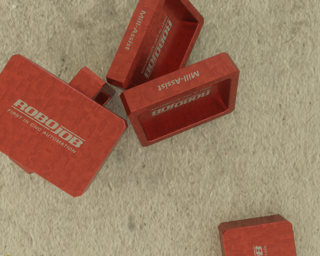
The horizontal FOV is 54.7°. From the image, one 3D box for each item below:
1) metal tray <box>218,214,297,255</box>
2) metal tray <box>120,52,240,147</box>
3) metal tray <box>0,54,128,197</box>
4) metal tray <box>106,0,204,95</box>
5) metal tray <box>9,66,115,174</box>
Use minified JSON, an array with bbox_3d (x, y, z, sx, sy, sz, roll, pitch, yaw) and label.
[{"bbox_3d":[0.133,0.188,0.409,0.091,0.030,0.129,-8,90,-1],"label":"metal tray"},{"bbox_3d":[0.027,-0.030,0.373,0.131,0.090,0.030,-22,61,-3],"label":"metal tray"},{"bbox_3d":[-0.110,-0.002,0.315,0.130,0.030,0.090,33,90,-1],"label":"metal tray"},{"bbox_3d":[-0.002,-0.098,0.377,0.030,0.090,0.129,23,90,37],"label":"metal tray"},{"bbox_3d":[-0.112,-0.009,0.375,0.030,0.090,0.130,40,90,-1],"label":"metal tray"}]
